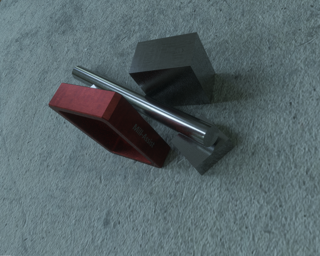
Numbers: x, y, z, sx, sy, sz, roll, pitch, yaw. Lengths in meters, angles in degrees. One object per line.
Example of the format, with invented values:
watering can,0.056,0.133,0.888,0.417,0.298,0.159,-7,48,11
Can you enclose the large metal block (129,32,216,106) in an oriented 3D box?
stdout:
large metal block,0.019,-0.071,0.401,0.080,0.080,0.050,-2,61,27

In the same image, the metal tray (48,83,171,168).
metal tray,-0.054,0.000,0.365,0.090,0.130,0.030,13,69,33

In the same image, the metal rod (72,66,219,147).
metal rod,-0.043,-0.043,0.435,0.300,0.025,0.025,28,77,42

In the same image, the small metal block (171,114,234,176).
small metal block,0.050,0.019,0.367,0.050,0.025,0.050,-41,51,0

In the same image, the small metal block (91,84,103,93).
small metal block,-0.082,-0.027,0.447,0.025,0.050,0.050,-39,51,2
